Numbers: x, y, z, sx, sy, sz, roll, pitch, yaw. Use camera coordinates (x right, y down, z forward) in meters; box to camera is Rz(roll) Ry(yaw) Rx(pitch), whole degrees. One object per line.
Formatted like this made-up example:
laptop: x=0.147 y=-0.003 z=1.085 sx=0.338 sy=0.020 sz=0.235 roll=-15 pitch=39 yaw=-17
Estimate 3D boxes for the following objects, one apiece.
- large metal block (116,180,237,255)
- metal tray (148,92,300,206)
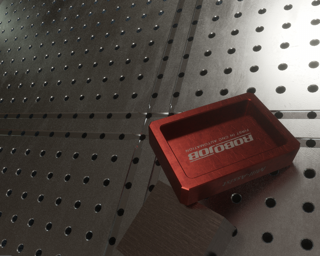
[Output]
large metal block: x=0.017 y=0.112 z=0.313 sx=0.080 sy=0.050 sz=0.080 roll=24 pitch=74 yaw=36
metal tray: x=0.064 y=0.016 z=0.326 sx=0.131 sy=0.030 sz=0.090 roll=-17 pitch=50 yaw=-15
